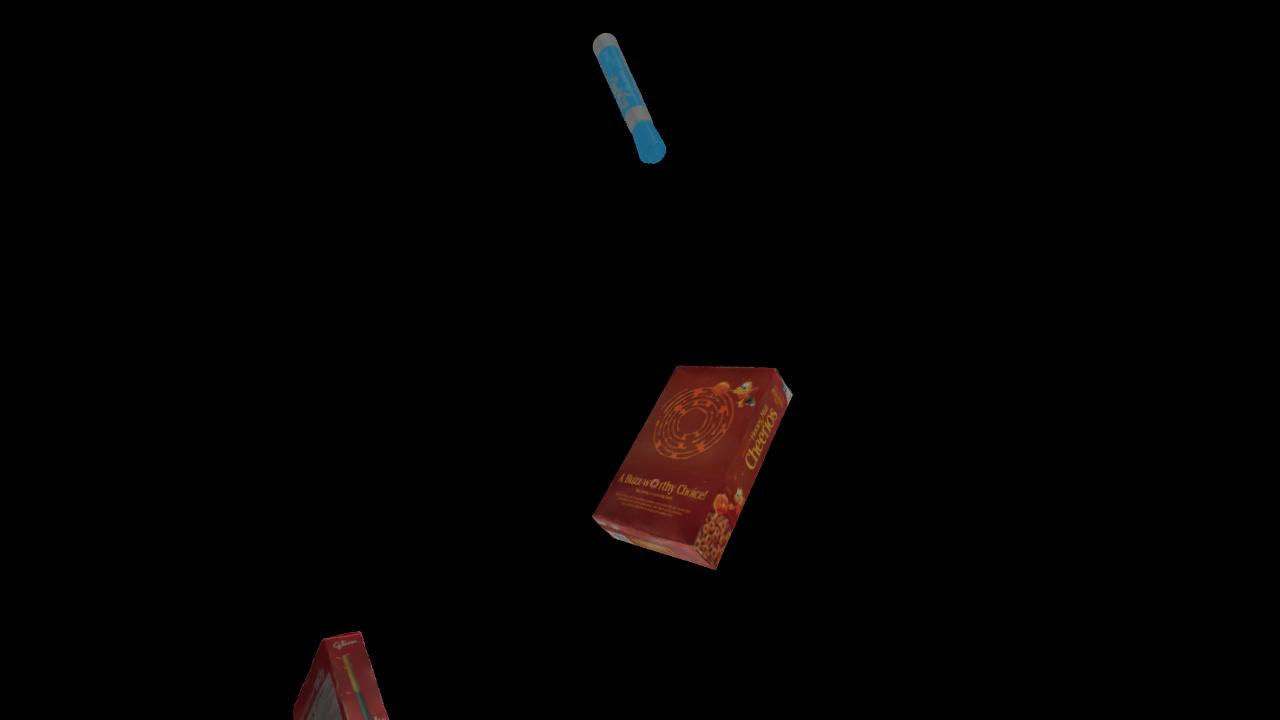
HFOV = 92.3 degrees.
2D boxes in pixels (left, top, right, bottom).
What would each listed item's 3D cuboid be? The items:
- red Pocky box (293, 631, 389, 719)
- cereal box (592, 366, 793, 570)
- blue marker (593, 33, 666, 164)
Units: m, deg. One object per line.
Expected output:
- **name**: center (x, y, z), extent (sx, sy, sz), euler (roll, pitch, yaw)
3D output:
- **red Pocky box**: center (-0.175, 0.259, 0.380), extent (0.028, 0.083, 0.155), euler (4, 33, -45)
- **cereal box**: center (0.084, 0.145, 0.940), extent (0.203, 0.306, 0.081), euler (0, -41, 44)
- **blue marker**: center (-0.008, -0.182, 0.427), extent (0.020, 0.121, 0.020), euler (-16, -26, -8)
